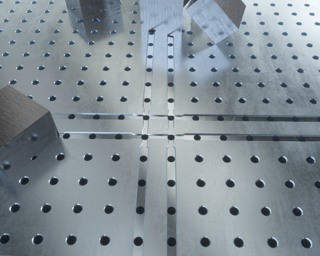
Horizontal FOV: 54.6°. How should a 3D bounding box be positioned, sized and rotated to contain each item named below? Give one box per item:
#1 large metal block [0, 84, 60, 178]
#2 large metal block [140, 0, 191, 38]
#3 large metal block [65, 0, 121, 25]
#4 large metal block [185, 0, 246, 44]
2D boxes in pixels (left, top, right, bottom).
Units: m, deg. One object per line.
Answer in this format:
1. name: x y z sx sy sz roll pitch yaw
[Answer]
1. large metal block: -0.190 0.002 0.389 0.080 0.050 0.080 29 56 22
2. large metal block: 0.011 -0.218 0.555 0.080 0.080 0.050 18 52 14
3. large metal block: -0.133 -0.254 0.605 0.080 0.050 0.080 -28 56 -22
4. large metal block: 0.100 -0.210 0.542 0.080 0.050 0.080 41 49 -21
